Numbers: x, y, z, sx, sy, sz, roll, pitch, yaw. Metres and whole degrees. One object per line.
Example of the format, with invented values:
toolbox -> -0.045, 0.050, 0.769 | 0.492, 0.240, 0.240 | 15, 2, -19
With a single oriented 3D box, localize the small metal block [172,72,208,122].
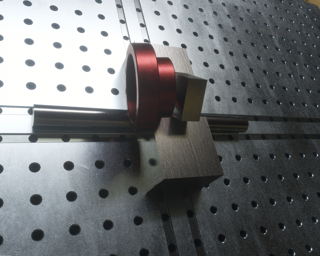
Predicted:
small metal block -> 0.028, -0.039, 0.375 | 0.025, 0.050, 0.050 | 1, 18, -28

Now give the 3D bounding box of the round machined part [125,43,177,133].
round machined part -> -0.011, -0.044, 0.345 | 0.042, 0.098, 0.098 | -3, 63, -14

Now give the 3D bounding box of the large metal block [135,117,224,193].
large metal block -> 0.022, 0.031, 0.385 | 0.081, 0.050, 0.080 | 1, 61, -28

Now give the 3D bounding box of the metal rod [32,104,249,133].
metal rod -> -0.006, -0.009, 0.410 | 0.303, 0.025, 0.025 | 2, 61, -27

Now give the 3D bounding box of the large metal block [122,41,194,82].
large metal block -> 0.000, -0.069, 0.434 | 0.081, 0.050, 0.080 | 1, 62, -28
